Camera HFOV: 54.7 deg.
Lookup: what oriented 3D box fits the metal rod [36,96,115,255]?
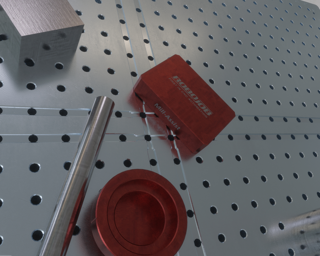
[{"bbox_3d":[-0.094,0.088,0.303,0.025,0.025,0.300,22,53,-15],"label":"metal rod"}]

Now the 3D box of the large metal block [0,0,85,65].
[{"bbox_3d":[-0.157,-0.136,0.391,0.081,0.050,0.080,-27,77,-37],"label":"large metal block"}]

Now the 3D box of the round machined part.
[{"bbox_3d":[-0.024,0.096,0.325,0.099,0.042,0.098,14,56,-21],"label":"round machined part"}]

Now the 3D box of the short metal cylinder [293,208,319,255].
[{"bbox_3d":[0.233,0.150,0.426,0.081,0.050,0.080,14,56,-21],"label":"short metal cylinder"}]

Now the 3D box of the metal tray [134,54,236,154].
[{"bbox_3d":[0.037,-0.038,0.448,0.130,0.030,0.091,47,51,4],"label":"metal tray"}]
